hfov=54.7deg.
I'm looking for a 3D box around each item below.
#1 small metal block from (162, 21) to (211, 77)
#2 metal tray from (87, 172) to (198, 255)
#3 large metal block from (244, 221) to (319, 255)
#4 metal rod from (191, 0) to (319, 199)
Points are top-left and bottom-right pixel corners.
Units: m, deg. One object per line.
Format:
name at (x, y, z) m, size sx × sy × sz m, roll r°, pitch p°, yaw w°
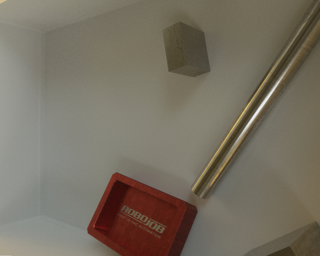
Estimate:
small metal block at (0.032, -0.090, 0.363) m, size 0.025 × 0.050 × 0.050 m, roll -14°, pitch 81°, yaw 39°
metal tray at (-0.027, 0.120, 0.400) m, size 0.130 × 0.030 × 0.090 m, roll 14°, pitch 75°, yaw 38°
large metal block at (0.110, 0.133, 0.279) m, size 0.080 × 0.081 × 0.050 m, roll -41°, pitch 65°, yaw 32°
metal rod at (0.115, -0.046, 0.310) m, size 0.025 × 0.025 × 0.298 m, roll 43°, pitch 115°, yaw 31°
